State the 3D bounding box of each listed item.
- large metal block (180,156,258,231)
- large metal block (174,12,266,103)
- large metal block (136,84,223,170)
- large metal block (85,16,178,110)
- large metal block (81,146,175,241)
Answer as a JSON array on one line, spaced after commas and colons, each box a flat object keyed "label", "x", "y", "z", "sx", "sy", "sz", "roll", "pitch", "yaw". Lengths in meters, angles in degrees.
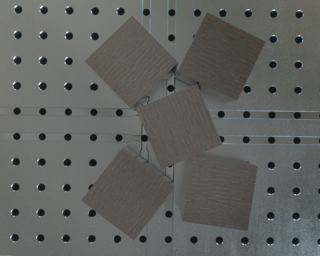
[{"label": "large metal block", "x": 0.073, "y": 0.080, "z": 0.401, "sx": 0.080, "sy": 0.050, "sz": 0.080, "roll": 9, "pitch": 90, "yaw": -1}, {"label": "large metal block", "x": 0.074, "y": -0.087, "z": 0.400, "sx": 0.080, "sy": 0.050, "sz": 0.080, "roll": 26, "pitch": 90, "yaw": -3}, {"label": "large metal block", "x": 0.024, "y": -0.002, "z": 0.400, "sx": 0.080, "sy": 0.050, "sz": 0.080, "roll": -23, "pitch": 90, "yaw": 0}, {"label": "large metal block", "x": -0.034, "y": -0.080, "z": 0.400, "sx": 0.080, "sy": 0.050, "sz": 0.080, "roll": -44, "pitch": 90, "yaw": 0}, {"label": "large metal block", "x": -0.039, "y": 0.080, "z": 0.399, "sx": 0.080, "sy": 0.050, "sz": 0.080, "roll": 38, "pitch": 90, "yaw": 0}]
